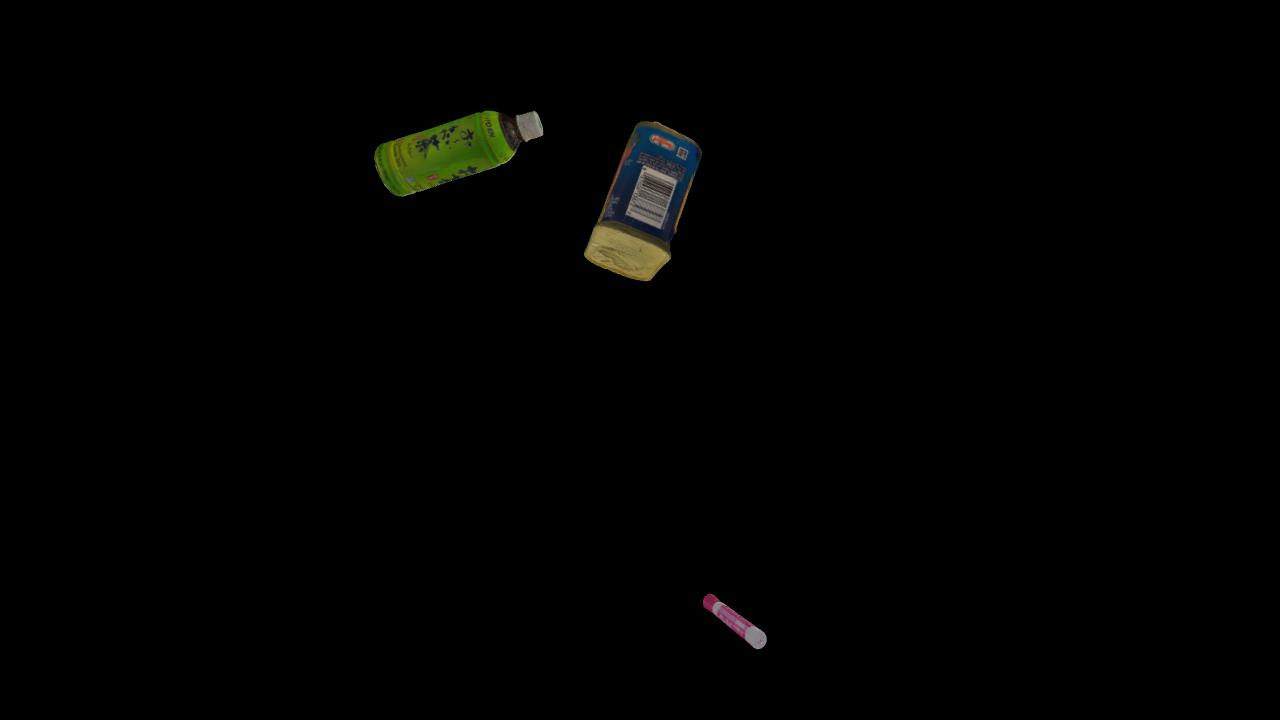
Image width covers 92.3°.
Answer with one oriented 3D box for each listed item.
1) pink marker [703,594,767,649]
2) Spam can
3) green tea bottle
[{"bbox_3d":[0.105,0.296,0.704,0.020,0.020,0.121,0,-1,-21],"label":"pink marker"},{"bbox_3d":[0.002,-0.115,0.463,0.058,0.085,0.101,21,-8,-9],"label":"Spam can"},{"bbox_3d":[-0.227,-0.271,0.785,0.212,0.073,0.073,-17,-2,8],"label":"green tea bottle"}]
